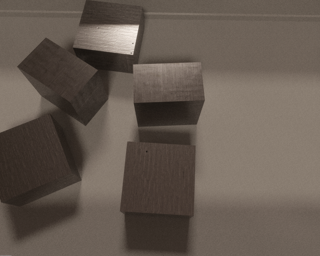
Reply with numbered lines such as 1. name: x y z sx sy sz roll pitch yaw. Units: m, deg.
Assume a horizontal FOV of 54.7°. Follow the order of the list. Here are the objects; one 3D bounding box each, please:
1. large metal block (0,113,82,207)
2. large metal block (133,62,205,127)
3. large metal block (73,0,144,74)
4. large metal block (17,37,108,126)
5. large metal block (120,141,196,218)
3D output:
1. large metal block: -0.154 0.040 0.380 0.080 0.050 0.080 -23 72 -9
2. large metal block: 0.009 -0.040 0.395 0.081 0.080 0.050 -2 70 -1
3. large metal block: -0.069 -0.129 0.443 0.080 0.050 0.080 8 70 2
4. large metal block: -0.120 -0.056 0.400 0.080 0.080 0.050 33 73 11
5. large metal block: -0.001 0.064 0.373 0.081 0.050 0.080 4 70 1
